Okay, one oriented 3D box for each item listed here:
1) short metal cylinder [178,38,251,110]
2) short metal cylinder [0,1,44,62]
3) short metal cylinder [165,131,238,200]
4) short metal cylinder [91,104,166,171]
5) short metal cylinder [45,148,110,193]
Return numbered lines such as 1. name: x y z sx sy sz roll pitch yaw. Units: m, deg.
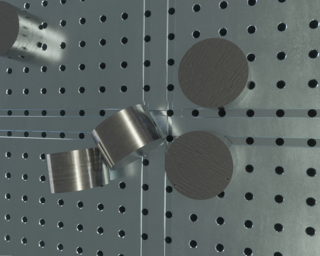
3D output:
1. short metal cylinder: 0.068 -0.063 0.375 0.080 0.050 0.079 0 90 20
2. short metal cylinder: -0.231 -0.148 0.481 0.080 0.050 0.079 0 90 20
3. short metal cylinder: 0.052 0.043 0.381 0.080 0.050 0.080 0 90 20
4. short metal cylinder: -0.040 0.013 0.397 0.080 0.080 0.050 -35 79 17
5. short metal cylinder: -0.111 0.056 0.423 0.080 0.080 0.050 -9 87 20
